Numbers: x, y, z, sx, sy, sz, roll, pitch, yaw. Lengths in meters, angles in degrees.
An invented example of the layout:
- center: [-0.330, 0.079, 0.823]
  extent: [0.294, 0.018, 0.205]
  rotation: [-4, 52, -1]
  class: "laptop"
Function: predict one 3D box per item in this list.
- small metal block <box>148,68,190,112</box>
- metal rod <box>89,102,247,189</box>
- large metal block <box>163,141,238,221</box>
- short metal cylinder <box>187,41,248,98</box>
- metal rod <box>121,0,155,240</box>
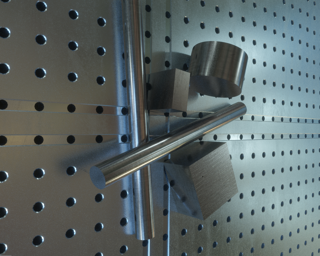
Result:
- center: [0.010, -0.047, 0.401]
  extent: [0.025, 0.050, 0.050]
  rotation: [10, 84, -40]
  class: "small metal block"
- center: [0.036, 0.009, 0.415]
  extent: [0.302, 0.025, 0.025]
  rotation: [-23, 105, -45]
  class: "metal rod"
- center: [0.060, 0.071, 0.444]
  extent: [0.081, 0.050, 0.080]
  rotation: [-26, 107, -37]
  class: "large metal block"
- center: [0.080, -0.081, 0.440]
  extent: [0.080, 0.080, 0.050]
  rotation: [22, 76, -38]
  class: "short metal cylinder"
- center: [-0.027, -0.012, 0.386]
  extent: [0.025, 0.025, 0.298]
  rotation: [-5, 94, -40]
  class: "metal rod"
